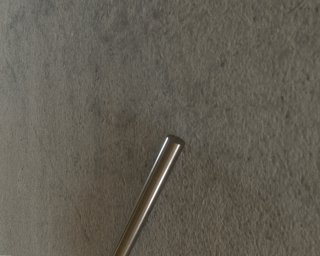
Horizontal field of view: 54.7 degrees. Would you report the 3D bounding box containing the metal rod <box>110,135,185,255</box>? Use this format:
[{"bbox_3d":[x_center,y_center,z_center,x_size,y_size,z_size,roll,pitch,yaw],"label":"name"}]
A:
[{"bbox_3d":[-0.039,0.143,0.434,0.025,0.025,0.298,38,113,33],"label":"metal rod"}]
